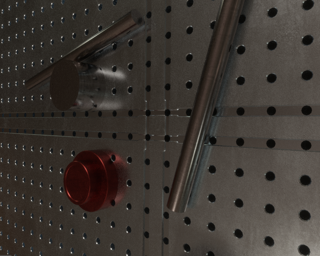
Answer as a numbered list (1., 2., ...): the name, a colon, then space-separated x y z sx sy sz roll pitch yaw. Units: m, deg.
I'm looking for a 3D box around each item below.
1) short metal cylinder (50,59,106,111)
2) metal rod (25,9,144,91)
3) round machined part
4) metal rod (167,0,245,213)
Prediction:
1. short metal cylinder: -0.133 -0.067 0.500 0.080 0.050 0.079 0 90 39
2. metal rod: -0.144 -0.120 0.524 0.300 0.025 0.025 -17 79 38
3. round machined part: -0.116 0.084 0.491 0.098 0.042 0.097 0 90 39
4. metal rod: 0.056 -0.041 0.361 0.025 0.025 0.298 23 104 37
